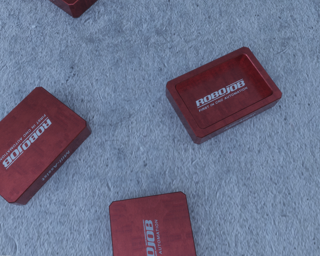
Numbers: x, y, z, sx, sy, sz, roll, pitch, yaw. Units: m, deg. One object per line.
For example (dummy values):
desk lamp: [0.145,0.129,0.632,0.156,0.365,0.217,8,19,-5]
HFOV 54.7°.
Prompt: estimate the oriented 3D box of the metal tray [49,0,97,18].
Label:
metal tray: [-0.153,-0.244,0.493,0.130,0.030,0.090,37,74,12]

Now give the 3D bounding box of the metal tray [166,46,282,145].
metal tray: [0.085,-0.046,0.422,0.131,0.030,0.090,-26,72,-9]

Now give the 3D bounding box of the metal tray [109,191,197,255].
metal tray: [-0.006,0.145,0.352,0.091,0.030,0.130,-8,70,-3]

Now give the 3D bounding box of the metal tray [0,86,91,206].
metal tray: [-0.165,0.021,0.397,0.090,0.030,0.130,37,74,12]
